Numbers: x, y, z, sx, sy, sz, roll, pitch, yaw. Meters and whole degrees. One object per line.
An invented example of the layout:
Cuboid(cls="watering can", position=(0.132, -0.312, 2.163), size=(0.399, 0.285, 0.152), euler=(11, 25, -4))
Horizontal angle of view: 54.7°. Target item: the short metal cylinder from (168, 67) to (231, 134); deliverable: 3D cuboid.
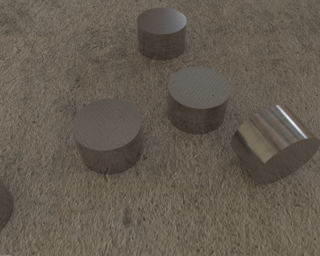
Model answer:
Cuboid(cls="short metal cylinder", position=(0.051, -0.038, 0.419), size=(0.080, 0.050, 0.080), euler=(0, 50, 0))

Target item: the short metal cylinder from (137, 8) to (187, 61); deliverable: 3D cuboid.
Cuboid(cls="short metal cylinder", position=(0.003, -0.158, 0.520), size=(0.080, 0.050, 0.080), euler=(0, 50, 0))

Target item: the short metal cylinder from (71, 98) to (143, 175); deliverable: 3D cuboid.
Cuboid(cls="short metal cylinder", position=(-0.062, 0.010, 0.378), size=(0.080, 0.050, 0.080), euler=(0, 50, 0))

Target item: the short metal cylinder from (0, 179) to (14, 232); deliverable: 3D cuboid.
Cuboid(cls="short metal cylinder", position=(-0.203, 0.078, 0.320), size=(0.080, 0.050, 0.080), euler=(0, 50, 0))

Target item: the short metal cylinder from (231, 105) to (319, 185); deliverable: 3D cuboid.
Cuboid(cls="short metal cylinder", position=(0.129, 0.020, 0.351), size=(0.081, 0.080, 0.050), euler=(-18, 52, -14))
